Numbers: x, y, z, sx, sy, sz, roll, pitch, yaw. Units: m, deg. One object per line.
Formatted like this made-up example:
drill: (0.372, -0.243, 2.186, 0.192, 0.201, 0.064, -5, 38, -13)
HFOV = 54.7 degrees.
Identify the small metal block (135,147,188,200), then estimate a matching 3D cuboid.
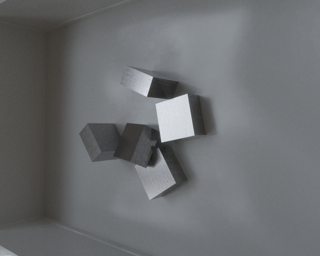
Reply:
small metal block: (0.001, 0.059, 0.405, 0.050, 0.025, 0.050, -40, 66, 32)

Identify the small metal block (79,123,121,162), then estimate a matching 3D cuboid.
small metal block: (-0.083, 0.020, 0.457, 0.025, 0.050, 0.050, -45, 64, 31)

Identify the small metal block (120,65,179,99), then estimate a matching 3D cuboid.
small metal block: (-0.014, -0.058, 0.400, 0.050, 0.050, 0.025, 29, 108, 36)

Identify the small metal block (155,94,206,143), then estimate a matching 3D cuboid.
small metal block: (0.025, -0.011, 0.385, 0.050, 0.025, 0.050, -14, 81, 38)

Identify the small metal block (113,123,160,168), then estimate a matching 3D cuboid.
small metal block: (-0.032, 0.022, 0.411, 0.050, 0.025, 0.050, 6, 71, 57)
